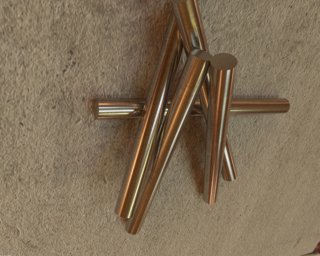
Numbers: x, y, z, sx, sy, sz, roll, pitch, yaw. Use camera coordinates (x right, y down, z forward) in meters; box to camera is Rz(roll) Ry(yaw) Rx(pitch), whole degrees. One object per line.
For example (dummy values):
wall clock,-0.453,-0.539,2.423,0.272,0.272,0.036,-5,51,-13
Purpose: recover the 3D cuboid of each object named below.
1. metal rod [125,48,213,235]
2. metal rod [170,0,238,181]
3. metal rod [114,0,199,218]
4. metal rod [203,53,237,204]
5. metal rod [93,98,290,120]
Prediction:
metal rod,0.000,0.041,0.393,0.025,0.025,0.298,-2,131,-28
metal rod,0.066,-0.024,0.392,0.025,0.025,0.299,-32,134,-8
metal rod,-0.003,-0.034,0.354,0.025,0.025,0.298,9,105,-32
metal rod,0.073,0.028,0.410,0.025,0.025,0.299,-25,144,-13
metal rod,0.061,-0.029,0.422,0.303,0.025,0.025,-3,120,-27
